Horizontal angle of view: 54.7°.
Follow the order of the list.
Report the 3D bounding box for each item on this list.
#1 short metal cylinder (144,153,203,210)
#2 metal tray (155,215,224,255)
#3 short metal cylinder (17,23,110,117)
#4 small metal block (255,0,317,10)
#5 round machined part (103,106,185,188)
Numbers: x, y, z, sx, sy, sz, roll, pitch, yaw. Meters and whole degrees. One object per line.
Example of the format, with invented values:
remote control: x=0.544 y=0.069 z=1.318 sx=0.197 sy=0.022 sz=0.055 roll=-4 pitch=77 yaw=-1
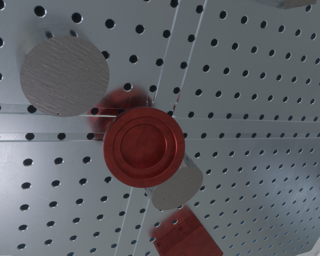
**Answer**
short metal cylinder: x=0.014 y=0.070 z=0.441 sx=0.081 sy=0.050 sz=0.079 roll=-18 pitch=131 yaw=-21
metal tray: x=0.058 y=0.229 z=0.582 sx=0.090 sy=0.030 sz=0.130 roll=-36 pitch=129 yaw=-4
short metal cylinder: x=-0.097 y=-0.057 z=0.307 sx=0.081 sy=0.050 sz=0.079 roll=-14 pitch=124 yaw=-21
small metal block: x=0.154 y=-0.165 z=0.377 sx=0.050 sy=0.050 sz=0.025 roll=-16 pitch=125 yaw=-19
round machined part: x=-0.022 y=0.021 z=0.386 sx=0.099 sy=0.042 sz=0.097 roll=-2 pitch=98 yaw=-13
